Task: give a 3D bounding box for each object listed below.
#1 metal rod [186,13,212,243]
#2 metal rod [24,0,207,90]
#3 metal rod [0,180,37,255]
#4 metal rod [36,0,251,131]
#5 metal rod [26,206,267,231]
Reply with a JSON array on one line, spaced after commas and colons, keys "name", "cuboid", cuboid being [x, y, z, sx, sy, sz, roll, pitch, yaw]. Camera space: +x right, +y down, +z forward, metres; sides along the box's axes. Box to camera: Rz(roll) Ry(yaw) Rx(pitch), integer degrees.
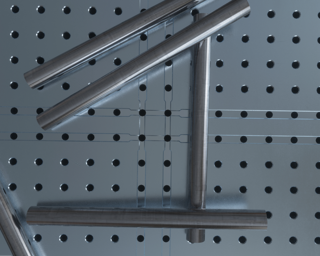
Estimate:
[{"name": "metal rod", "cuboid": [0.052, 0.000, 0.414, 0.025, 0.025, 0.298, 2, 90, -1]}, {"name": "metal rod", "cuboid": [-0.040, -0.132, 0.412, 0.301, 0.025, 0.025, -28, 90, -1]}, {"name": "metal rod", "cuboid": [-0.201, 0.125, 0.410, 0.025, 0.025, 0.299, -26, 90, 0]}, {"name": "metal rod", "cuboid": [-0.025, -0.080, 0.397, 0.301, 0.025, 0.025, -29, 90, 6]}, {"name": "metal rod", "cuboid": [-0.021, 0.115, 0.395, 0.302, 0.025, 0.025, -1, 90, 6]}]
